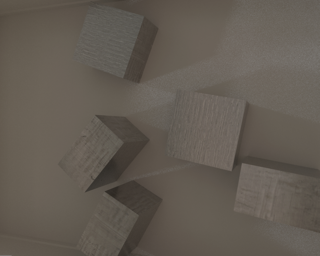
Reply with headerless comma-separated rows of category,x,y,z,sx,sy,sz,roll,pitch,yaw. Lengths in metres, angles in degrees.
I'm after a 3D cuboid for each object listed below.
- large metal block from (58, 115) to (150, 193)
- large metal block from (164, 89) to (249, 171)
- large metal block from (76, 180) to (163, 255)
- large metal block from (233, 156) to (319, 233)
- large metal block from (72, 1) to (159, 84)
large metal block,-0.070,0.031,0.405,0.050,0.080,0.080,42,103,15
large metal block,0.058,0.001,0.376,0.080,0.050,0.079,12,94,19
large metal block,-0.049,0.120,0.397,0.050,0.080,0.080,30,100,17
large metal block,0.129,0.066,0.336,0.080,0.080,0.050,10,94,19
large metal block,-0.059,-0.113,0.417,0.080,0.050,0.080,22,97,18
